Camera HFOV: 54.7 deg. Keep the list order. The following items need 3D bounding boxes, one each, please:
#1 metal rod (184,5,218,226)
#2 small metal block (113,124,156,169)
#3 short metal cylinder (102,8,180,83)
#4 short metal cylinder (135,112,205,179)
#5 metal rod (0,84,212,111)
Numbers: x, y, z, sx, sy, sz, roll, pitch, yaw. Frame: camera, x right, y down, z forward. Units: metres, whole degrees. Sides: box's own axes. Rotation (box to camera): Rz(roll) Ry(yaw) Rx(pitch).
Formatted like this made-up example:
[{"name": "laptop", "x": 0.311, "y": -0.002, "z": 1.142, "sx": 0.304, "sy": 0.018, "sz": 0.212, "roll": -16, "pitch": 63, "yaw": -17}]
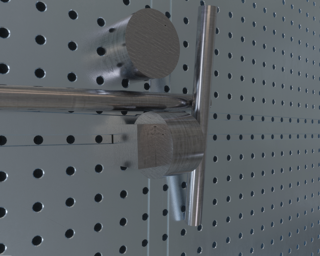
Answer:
[{"name": "metal rod", "x": 0.055, "y": -0.010, "z": 0.426, "sx": 0.025, "sy": 0.025, "sz": 0.298, "roll": -5, "pitch": 102, "yaw": -40}, {"name": "small metal block", "x": -0.031, "y": 0.020, "z": 0.367, "sx": 0.025, "sy": 0.050, "sz": 0.050, "roll": -2, "pitch": 92, "yaw": -40}, {"name": "short metal cylinder", "x": -0.022, "y": -0.097, "z": 0.374, "sx": 0.081, "sy": 0.050, "sz": 0.079, "roll": 0, "pitch": 91, "yaw": -40}, {"name": "short metal cylinder", "x": 0.008, "y": 0.020, "z": 0.380, "sx": 0.050, "sy": 0.080, "sz": 0.079, "roll": -3, "pitch": 92, "yaw": -40}, {"name": "metal rod", "x": -0.047, "y": -0.032, "z": 0.369, "sx": 0.302, "sy": 0.025, "sz": 0.025, "roll": -2, "pitch": 92, "yaw": -40}]
